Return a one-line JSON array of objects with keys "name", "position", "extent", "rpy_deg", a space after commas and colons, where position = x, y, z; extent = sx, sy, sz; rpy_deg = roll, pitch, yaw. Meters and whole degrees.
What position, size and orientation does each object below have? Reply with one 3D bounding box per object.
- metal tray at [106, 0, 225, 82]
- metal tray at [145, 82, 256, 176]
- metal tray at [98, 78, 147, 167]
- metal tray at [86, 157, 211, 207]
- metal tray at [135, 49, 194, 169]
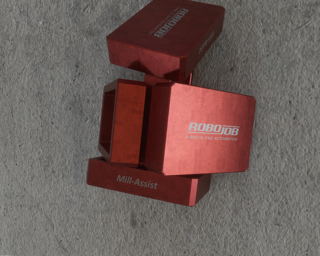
[{"name": "metal tray", "position": [0.011, -0.109, 0.357], "extent": [0.090, 0.130, 0.030], "rpy_deg": [19, 137, 18]}, {"name": "metal tray", "position": [0.049, 0.003, 0.339], "extent": [0.030, 0.131, 0.089], "rpy_deg": [9, 94, 53]}, {"name": "metal tray", "position": [-0.050, -0.009, 0.375], "extent": [0.030, 0.130, 0.089], "rpy_deg": [5, 92, -17]}, {"name": "metal tray", "position": [-0.010, 0.058, 0.378], "extent": [0.130, 0.090, 0.030], "rpy_deg": [8, 93, 19]}, {"name": "metal tray", "position": [0.009, -0.021, 0.371], "extent": [0.030, 0.090, 0.129], "rpy_deg": [8, 93, 19]}]
